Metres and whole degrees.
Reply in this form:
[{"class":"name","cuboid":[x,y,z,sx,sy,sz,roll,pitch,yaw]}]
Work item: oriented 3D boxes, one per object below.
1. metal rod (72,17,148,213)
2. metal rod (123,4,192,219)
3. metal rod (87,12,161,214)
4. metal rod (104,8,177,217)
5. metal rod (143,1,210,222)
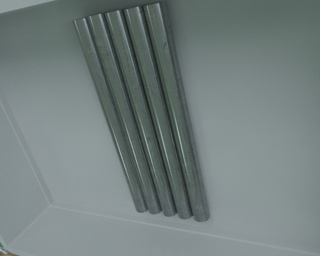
[{"class":"metal rod","cuboid":[-0.061,-0.002,0.438,0.025,0.025,0.298,0,119,28]},{"class":"metal rod","cuboid":[0.006,-0.002,0.403,0.025,0.025,0.298,0,119,28]},{"class":"metal rod","cuboid":[-0.040,-0.003,0.426,0.025,0.025,0.298,0,119,28]},{"class":"metal rod","cuboid":[-0.017,-0.003,0.415,0.025,0.025,0.298,0,119,28]},{"class":"metal rod","cuboid":[0.028,-0.002,0.391,0.025,0.025,0.298,0,119,28]}]
